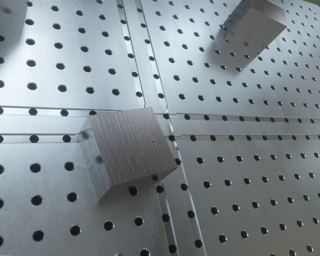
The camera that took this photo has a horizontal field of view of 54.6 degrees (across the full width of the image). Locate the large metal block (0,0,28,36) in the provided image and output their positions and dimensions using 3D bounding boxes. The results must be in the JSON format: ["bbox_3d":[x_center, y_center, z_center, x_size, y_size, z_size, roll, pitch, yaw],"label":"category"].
[{"bbox_3d":[-0.198,-0.166,0.367,0.050,0.080,0.080,26,53,-12],"label":"large metal block"}]

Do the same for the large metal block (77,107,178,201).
[{"bbox_3d":[-0.039,0.027,0.354,0.081,0.050,0.080,-11,67,-33],"label":"large metal block"}]

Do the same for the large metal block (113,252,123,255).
[{"bbox_3d":[-0.033,0.171,0.269,0.080,0.050,0.080,38,51,-2],"label":"large metal block"}]

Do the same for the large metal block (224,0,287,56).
[{"bbox_3d":[0.178,-0.196,0.587,0.080,0.080,0.050,20,54,-17],"label":"large metal block"}]
